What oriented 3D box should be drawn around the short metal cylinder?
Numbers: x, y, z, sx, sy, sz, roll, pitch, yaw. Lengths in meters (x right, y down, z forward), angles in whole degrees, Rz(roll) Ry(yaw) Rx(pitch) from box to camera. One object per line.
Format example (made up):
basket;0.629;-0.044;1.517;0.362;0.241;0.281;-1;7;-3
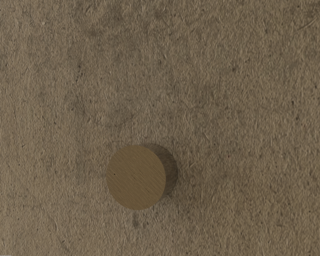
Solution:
short metal cylinder;-0.022;0.061;0.404;0.080;0.050;0.080;0;90;20
